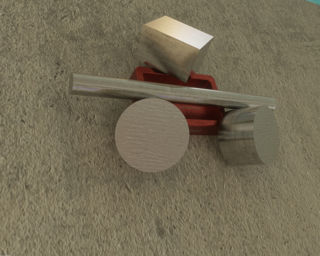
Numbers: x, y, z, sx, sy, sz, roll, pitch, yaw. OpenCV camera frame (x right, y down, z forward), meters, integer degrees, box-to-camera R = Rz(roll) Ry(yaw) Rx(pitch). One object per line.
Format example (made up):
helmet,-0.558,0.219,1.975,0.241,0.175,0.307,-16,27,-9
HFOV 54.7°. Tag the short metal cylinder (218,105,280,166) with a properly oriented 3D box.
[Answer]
short metal cylinder,0.124,0.012,0.428,0.081,0.050,0.080,8,79,-47

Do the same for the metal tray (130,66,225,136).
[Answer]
metal tray,0.027,-0.036,0.439,0.131,0.030,0.090,2,61,-27

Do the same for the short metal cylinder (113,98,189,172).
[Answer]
short metal cylinder,-0.012,0.006,0.355,0.081,0.050,0.079,-1,93,-11

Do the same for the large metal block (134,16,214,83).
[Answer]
large metal block,0.022,-0.116,0.444,0.080,0.050,0.080,27,34,8

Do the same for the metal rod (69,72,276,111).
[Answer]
metal rod,0.036,-0.043,0.412,0.302,0.025,0.025,3,61,-27
